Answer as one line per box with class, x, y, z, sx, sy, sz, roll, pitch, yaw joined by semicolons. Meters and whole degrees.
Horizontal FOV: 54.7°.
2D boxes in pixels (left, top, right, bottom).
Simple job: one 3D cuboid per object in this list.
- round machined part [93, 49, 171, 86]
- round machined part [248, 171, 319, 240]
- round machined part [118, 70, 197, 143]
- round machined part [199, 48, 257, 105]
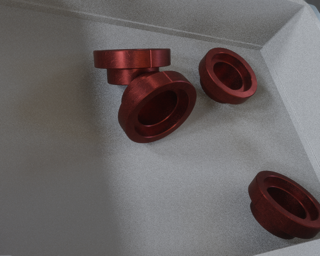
round machined part;-0.035;-0.081;0.403;0.099;0.098;0.042;-12;108;-33
round machined part;0.158;0.104;0.403;0.099;0.042;0.098;20;27;-11
round machined part;-0.007;-0.030;0.378;0.099;0.097;0.042;-13;51;-34
round machined part;0.104;-0.079;0.501;0.099;0.042;0.098;14;56;-21
